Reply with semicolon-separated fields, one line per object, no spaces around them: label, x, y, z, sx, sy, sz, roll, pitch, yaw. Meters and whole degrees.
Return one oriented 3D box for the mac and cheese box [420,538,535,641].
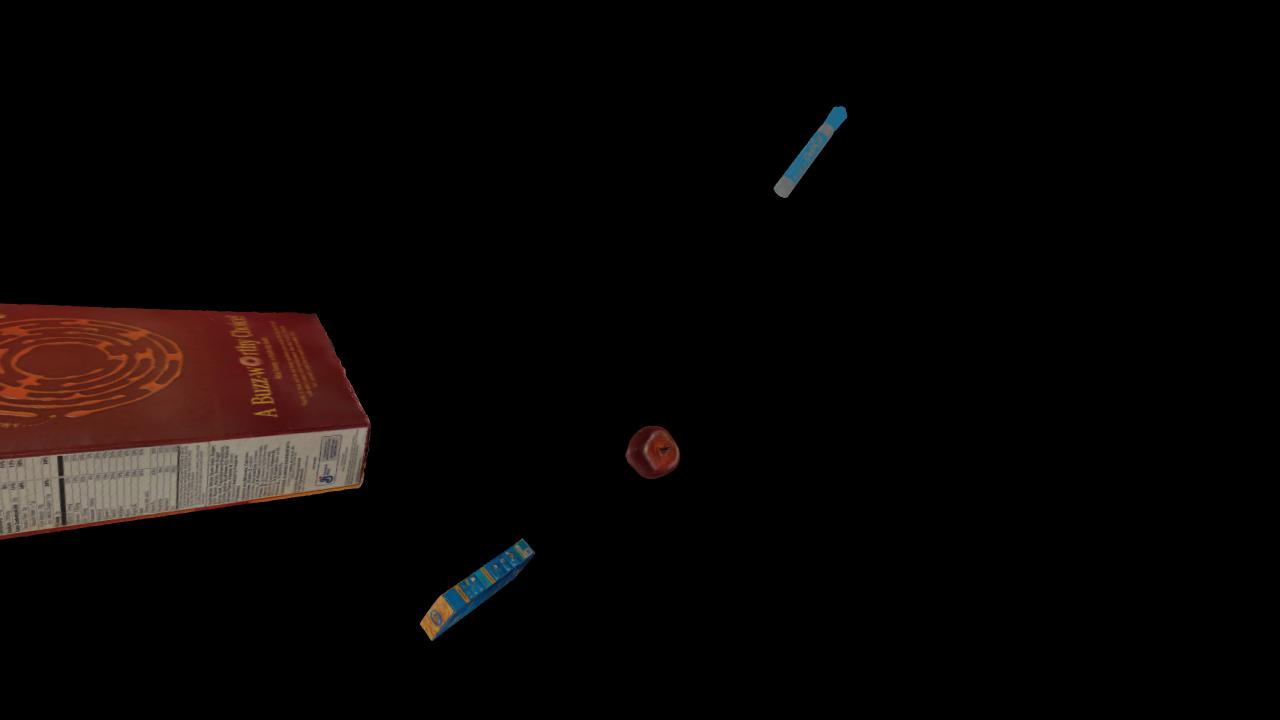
mac and cheese box;-0.259;0.368;0.998;0.093;0.041;0.184;-51;-15;29

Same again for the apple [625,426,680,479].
apple;0.019;0.138;0.917;0.079;0.079;0.093;0;-12;-26

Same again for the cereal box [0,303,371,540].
cereal box;-0.397;0.033;0.476;0.306;0.081;0.203;-2;32;-41

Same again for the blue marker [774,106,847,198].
blue marker;0.190;-0.232;0.681;0.020;0.121;0.020;37;-5;4
